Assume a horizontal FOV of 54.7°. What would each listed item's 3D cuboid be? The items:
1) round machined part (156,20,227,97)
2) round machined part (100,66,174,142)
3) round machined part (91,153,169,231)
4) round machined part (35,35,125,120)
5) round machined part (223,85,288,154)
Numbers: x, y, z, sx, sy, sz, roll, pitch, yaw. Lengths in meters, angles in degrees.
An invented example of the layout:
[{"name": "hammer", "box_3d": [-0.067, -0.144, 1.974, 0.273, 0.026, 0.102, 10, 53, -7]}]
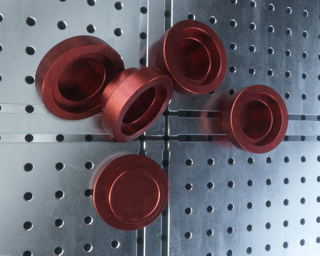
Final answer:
[{"name": "round machined part", "box_3d": [0.038, -0.089, 0.413, 0.099, 0.042, 0.097, 4, 81, -28]}, {"name": "round machined part", "box_3d": [-0.032, -0.033, 0.373, 0.042, 0.098, 0.098, 41, 74, 20]}, {"name": "round machined part", "box_3d": [-0.034, 0.082, 0.392, 0.099, 0.042, 0.097, 0, 90, -21]}, {"name": "round machined part", "box_3d": [-0.093, -0.060, 0.352, 0.099, 0.042, 0.097, -29, 144, -23]}, {"name": "round machined part", "box_3d": [0.135, -0.012, 0.455, 0.099, 0.042, 0.097, 0, 90, -21]}]
